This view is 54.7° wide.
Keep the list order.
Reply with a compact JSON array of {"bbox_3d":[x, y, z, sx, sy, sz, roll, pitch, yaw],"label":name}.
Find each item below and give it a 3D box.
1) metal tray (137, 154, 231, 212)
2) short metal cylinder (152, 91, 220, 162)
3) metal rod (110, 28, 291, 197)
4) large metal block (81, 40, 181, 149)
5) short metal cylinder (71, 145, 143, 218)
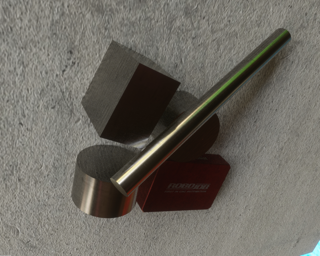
[{"bbox_3d":[0.036,0.083,0.475,0.131,0.030,0.089,7,115,-32],"label":"metal tray"},{"bbox_3d":[0.030,-0.002,0.406,0.081,0.050,0.079,-14,124,-21],"label":"short metal cylinder"},{"bbox_3d":[0.064,-0.033,0.363,0.301,0.025,0.025,-41,132,-23],"label":"metal rod"},{"bbox_3d":[-0.035,-0.037,0.329,0.050,0.080,0.080,20,108,-36],"label":"large metal block"},{"bbox_3d":[-0.063,0.062,0.375,0.081,0.080,0.050,1,118,-29],"label":"short metal cylinder"}]
